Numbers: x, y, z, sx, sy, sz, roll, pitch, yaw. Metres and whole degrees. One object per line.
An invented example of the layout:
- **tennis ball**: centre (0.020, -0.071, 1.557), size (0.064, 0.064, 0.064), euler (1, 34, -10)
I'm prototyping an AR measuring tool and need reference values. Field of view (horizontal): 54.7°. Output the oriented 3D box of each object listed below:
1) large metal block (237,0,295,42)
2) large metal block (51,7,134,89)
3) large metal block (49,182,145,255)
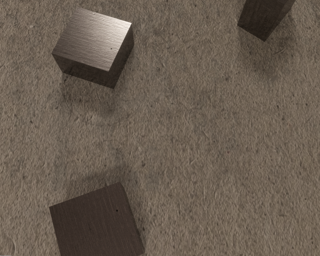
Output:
- **large metal block**: centre (0.164, -0.188, 0.450), size (0.050, 0.080, 0.080), euler (36, 74, 12)
- **large metal block**: centre (-0.090, -0.111, 0.434), size (0.080, 0.050, 0.080), euler (19, 71, 6)
- **large metal block**: centre (-0.069, 0.116, 0.352), size (0.081, 0.050, 0.080), euler (-19, 71, -7)
